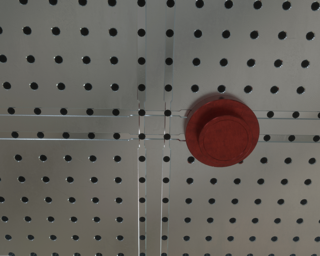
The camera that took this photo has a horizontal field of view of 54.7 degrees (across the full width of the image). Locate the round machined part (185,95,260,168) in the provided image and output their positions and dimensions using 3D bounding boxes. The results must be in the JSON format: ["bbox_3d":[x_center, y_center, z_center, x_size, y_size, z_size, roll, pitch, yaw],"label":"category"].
[{"bbox_3d":[0.083,0.009,0.409,0.099,0.042,0.097,0,110,-1],"label":"round machined part"}]
